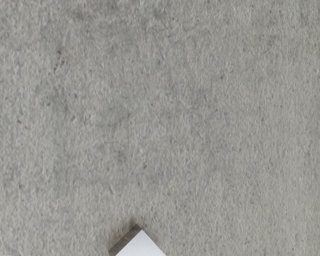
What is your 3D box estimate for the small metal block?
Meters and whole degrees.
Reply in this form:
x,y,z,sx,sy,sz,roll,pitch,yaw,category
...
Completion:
x,y,z,sx,sy,sz,roll,pitch,yaw,category
-0.030,0.162,0.399,0.050,0.025,0.050,-42,104,-15,small metal block
